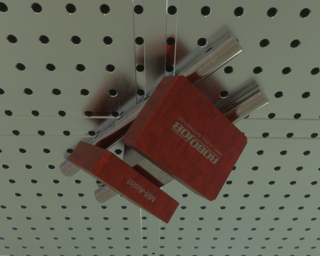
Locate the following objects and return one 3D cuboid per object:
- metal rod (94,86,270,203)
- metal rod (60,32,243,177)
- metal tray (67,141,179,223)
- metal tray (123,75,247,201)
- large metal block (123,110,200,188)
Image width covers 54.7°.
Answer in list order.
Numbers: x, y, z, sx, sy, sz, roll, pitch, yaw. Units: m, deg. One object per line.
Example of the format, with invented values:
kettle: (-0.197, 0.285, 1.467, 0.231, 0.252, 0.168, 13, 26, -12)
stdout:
metal rod: (0.015, 0.035, 0.442, 0.299, 0.025, 0.025, -34, 123, 25)
metal rod: (-0.028, -0.016, 0.398, 0.299, 0.025, 0.025, -35, 122, 25)
metal tray: (-0.047, 0.069, 0.399, 0.130, 0.030, 0.090, 42, 162, -30)
metal tray: (0.035, 0.014, 0.352, 0.130, 0.030, 0.090, 39, 76, -29)
large metal block: (0.000, 0.023, 0.394, 0.080, 0.080, 0.050, -34, 122, 25)
